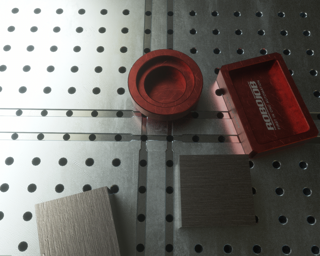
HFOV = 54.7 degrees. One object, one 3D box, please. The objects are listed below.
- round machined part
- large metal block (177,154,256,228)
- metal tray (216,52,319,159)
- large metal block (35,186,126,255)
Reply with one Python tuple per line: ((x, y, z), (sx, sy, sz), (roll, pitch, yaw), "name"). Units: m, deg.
((0.007, -0.055, 0.423), (0.099, 0.042, 0.098), (0, 70, 0), "round machined part")
((0.063, 0.077, 0.371), (0.081, 0.050, 0.080), (-1, 70, 0), "large metal block")
((0.142, -0.033, 0.421), (0.091, 0.030, 0.130), (-15, 71, -6), "metal tray")
((-0.089, 0.119, 0.354), (0.081, 0.050, 0.080), (-14, 71, -5), "large metal block")
